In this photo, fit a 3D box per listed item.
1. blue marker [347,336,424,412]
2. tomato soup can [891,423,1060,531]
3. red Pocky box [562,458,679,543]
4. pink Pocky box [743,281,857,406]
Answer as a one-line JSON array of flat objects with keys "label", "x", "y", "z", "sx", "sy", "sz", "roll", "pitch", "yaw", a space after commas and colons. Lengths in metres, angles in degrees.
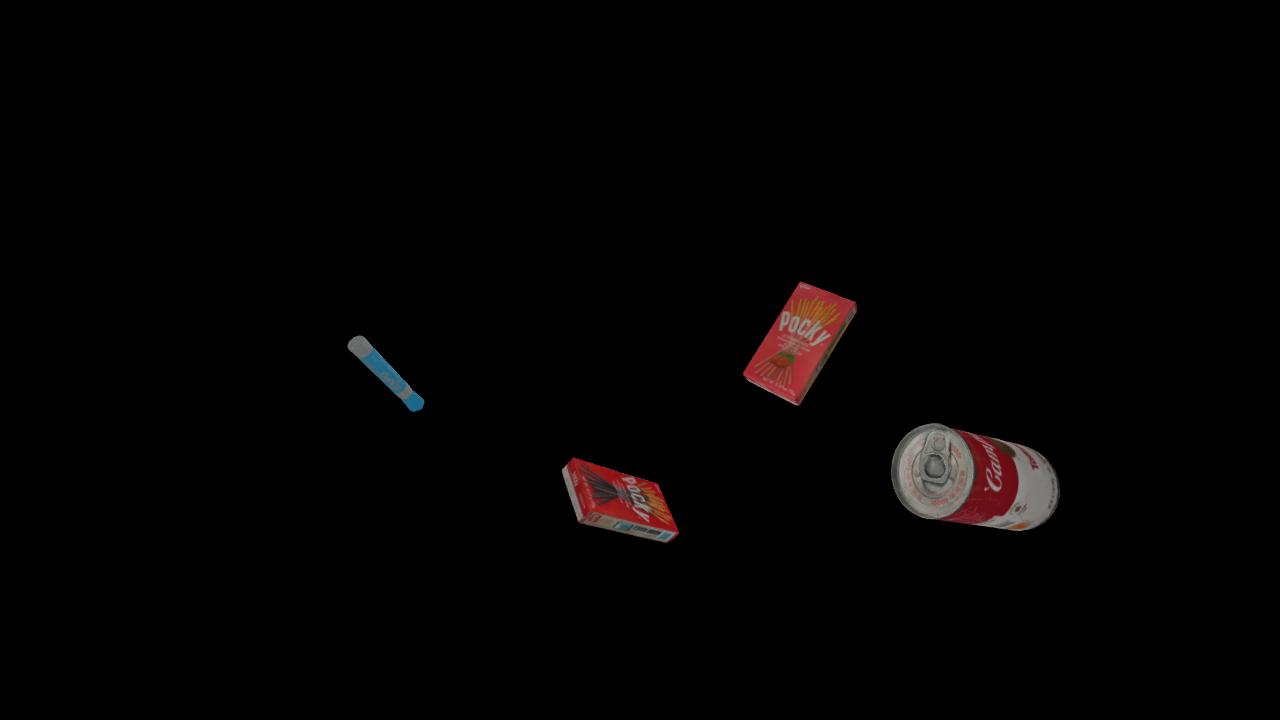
[{"label": "blue marker", "x": -0.269, "y": 0.019, "z": 0.660, "sx": 0.020, "sy": 0.020, "sz": 0.121, "roll": 0, "pitch": -37, "yaw": 19}, {"label": "tomato soup can", "x": 0.248, "y": 0.089, "z": 0.454, "sx": 0.101, "sy": 0.068, "sz": 0.068, "roll": 14, "pitch": -6, "yaw": -25}, {"label": "red Pocky box", "x": -0.022, "y": 0.174, "z": 0.759, "sx": 0.155, "sy": 0.028, "sz": 0.083, "roll": 26, "pitch": 24, "yaw": -40}, {"label": "pink Pocky box", "x": 0.212, "y": -0.024, "z": 0.816, "sx": 0.084, "sy": 0.155, "sz": 0.029, "roll": 29, "pitch": -8, "yaw": 34}]
